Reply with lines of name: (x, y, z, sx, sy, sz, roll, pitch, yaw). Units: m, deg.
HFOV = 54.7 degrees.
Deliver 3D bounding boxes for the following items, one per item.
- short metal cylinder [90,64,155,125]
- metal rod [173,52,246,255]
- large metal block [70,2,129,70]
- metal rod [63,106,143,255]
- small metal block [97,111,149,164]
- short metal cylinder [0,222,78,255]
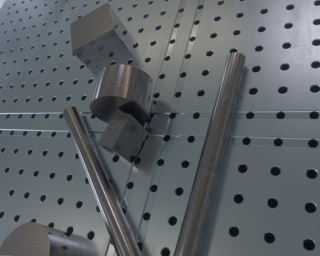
short metal cylinder: (-0.050, -0.042, 0.425, 0.080, 0.080, 0.050, -6, 59, 25)
metal rod: (0.057, 0.039, 0.354, 0.025, 0.025, 0.300, 5, 64, 30)
large metal block: (-0.108, -0.162, 0.549, 0.080, 0.050, 0.080, -25, 53, 13)
metal rod: (-0.079, 0.072, 0.405, 0.025, 0.025, 0.300, -37, 51, 4)
small metal block: (-0.047, 0.013, 0.409, 0.025, 0.050, 0.050, 16, 70, 34)
short metal cylinder: (-0.147, 0.159, 0.372, 0.080, 0.050, 0.080, -13, 56, 21)
